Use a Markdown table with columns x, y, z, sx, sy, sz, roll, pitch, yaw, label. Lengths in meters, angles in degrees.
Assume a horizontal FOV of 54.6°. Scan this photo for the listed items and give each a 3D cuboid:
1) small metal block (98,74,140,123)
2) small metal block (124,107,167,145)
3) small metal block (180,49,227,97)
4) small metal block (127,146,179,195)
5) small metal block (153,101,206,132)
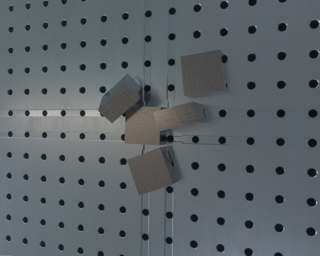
| x | y | z | sx | sy | sz | roll | pitch | yaw | label |
| --- | --- | --- | --- | --- | --- | --- | --- | --- | --- |
| -0.054 | -0.040 | 0.416 | 0.050 | 0.050 | 0.025 | -39 | 112 | 16 | small metal block |
| -0.019 | -0.003 | 0.420 | 0.050 | 0.025 | 0.050 | 2 | 91 | 20 | small metal block |
| 0.056 | -0.068 | 0.393 | 0.050 | 0.025 | 0.050 | -6 | 88 | 20 | small metal block |
| -0.010 | 0.057 | 0.416 | 0.050 | 0.025 | 0.050 | -22 | 83 | 18 | small metal block |
| 0.026 | -0.013 | 0.390 | 0.050 | 0.050 | 0.025 | -14 | 86 | 19 | small metal block |
